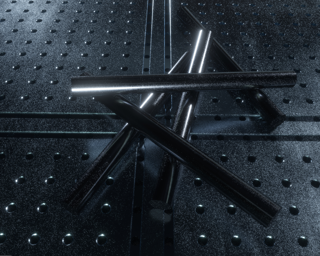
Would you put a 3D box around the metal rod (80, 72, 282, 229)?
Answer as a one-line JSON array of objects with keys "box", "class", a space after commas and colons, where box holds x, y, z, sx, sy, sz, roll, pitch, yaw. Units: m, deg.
[{"box": [0.001, 0.008, 0.363, 0.300, 0.025, 0.025, 36, 58, 30], "class": "metal rod"}]

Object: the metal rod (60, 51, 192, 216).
[{"box": [-0.024, -0.013, 0.418, 0.025, 0.025, 0.301, 23, 54, 18], "class": "metal rod"}]

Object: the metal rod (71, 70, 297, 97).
[{"box": [0.041, -0.060, 0.409, 0.302, 0.025, 0.025, -4, 50, -13], "class": "metal rod"}]

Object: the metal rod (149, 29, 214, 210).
[{"box": [0.038, -0.034, 0.422, 0.025, 0.025, 0.300, 11, 55, 9], "class": "metal rod"}]

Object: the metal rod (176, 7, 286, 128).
[{"box": [0.101, -0.115, 0.505, 0.025, 0.025, 0.300, -18, 52, -15], "class": "metal rod"}]
